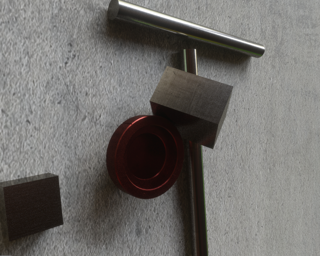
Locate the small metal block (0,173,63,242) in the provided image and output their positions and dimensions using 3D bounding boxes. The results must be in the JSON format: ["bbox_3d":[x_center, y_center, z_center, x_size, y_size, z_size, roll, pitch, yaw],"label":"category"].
[{"bbox_3d":[-0.126,0.074,0.301,0.050,0.025,0.050,-8,95,-40],"label":"small metal block"}]

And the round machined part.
[{"bbox_3d":[-0.021,0.033,0.375,0.099,0.042,0.097,-3,95,-37],"label":"round machined part"}]

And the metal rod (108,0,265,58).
[{"bbox_3d":[0.061,-0.138,0.457,0.302,0.025,0.025,0,90,-40],"label":"metal rod"}]

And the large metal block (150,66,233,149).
[{"bbox_3d":[0.039,-0.023,0.382,0.080,0.080,0.050,78,34,-66],"label":"large metal block"}]

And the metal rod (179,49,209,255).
[{"bbox_3d":[0.049,0.039,0.448,0.025,0.025,0.298,-7,94,-40],"label":"metal rod"}]
